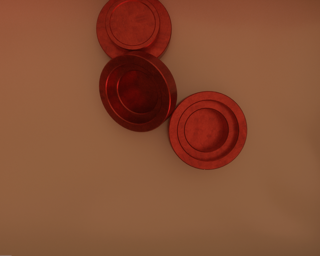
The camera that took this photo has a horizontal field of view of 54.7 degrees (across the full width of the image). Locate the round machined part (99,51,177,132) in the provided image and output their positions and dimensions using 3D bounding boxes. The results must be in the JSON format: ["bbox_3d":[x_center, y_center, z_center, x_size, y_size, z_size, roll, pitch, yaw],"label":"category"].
[{"bbox_3d":[-0.024,-0.047,0.387,0.098,0.042,0.097,11,117,23],"label":"round machined part"}]

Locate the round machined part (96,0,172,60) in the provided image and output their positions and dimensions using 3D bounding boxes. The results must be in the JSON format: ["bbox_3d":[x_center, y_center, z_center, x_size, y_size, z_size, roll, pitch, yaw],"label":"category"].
[{"bbox_3d":[-0.034,-0.130,0.402,0.099,0.042,0.097,0,90,-1],"label":"round machined part"}]

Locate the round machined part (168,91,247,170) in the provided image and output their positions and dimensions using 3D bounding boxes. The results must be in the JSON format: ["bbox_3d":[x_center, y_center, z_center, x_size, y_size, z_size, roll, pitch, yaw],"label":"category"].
[{"bbox_3d":[0.058,0.002,0.401,0.099,0.042,0.097,0,93,-4],"label":"round machined part"}]
